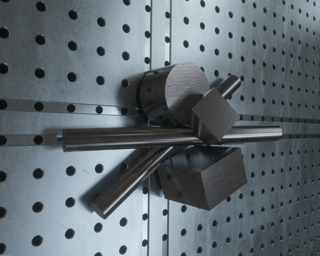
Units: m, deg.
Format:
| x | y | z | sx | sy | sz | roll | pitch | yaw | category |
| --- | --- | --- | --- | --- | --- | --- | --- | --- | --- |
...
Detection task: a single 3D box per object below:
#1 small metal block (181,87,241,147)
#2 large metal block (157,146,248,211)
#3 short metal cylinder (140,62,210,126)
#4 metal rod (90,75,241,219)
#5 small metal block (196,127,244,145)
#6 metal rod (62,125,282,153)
| x | y | z | sx | sy | sz | roll | pitch | yaw | category |
| --- | --- | --- | --- | --- | --- | --- | --- | --- | --- |
| 0.063 | -0.014 | 0.382 | 0.050 | 0.025 | 0.050 | 49 | 59 | -3 | small metal block |
| 0.056 | 0.062 | 0.415 | 0.081 | 0.080 | 0.050 | -23 | 105 | -38 | large metal block |
| 0.021 | -0.043 | 0.406 | 0.081 | 0.050 | 0.080 | 1 | 89 | -40 | short metal cylinder |
| 0.026 | 0.009 | 0.428 | 0.302 | 0.025 | 0.025 | -42 | 116 | -32 | metal rod |
| 0.090 | 0.012 | 0.464 | 0.050 | 0.050 | 0.025 | 0 | 90 | -39 | small metal block |
| 0.036 | 0.010 | 0.389 | 0.303 | 0.025 | 0.025 | -1 | 91 | -27 | metal rod |
